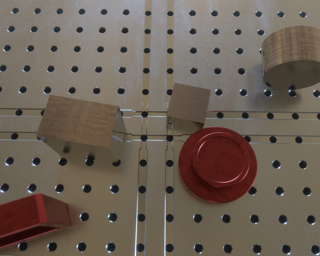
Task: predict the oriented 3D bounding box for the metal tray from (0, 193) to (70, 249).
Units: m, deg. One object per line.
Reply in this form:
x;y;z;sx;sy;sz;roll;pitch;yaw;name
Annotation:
-0.176;0.110;0.335;0.131;0.090;0.030;-17;71;-6;metal tray

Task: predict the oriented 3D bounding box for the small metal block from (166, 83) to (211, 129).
0.039;-0.030;0.423;0.050;0.025;0.050;12;70;4;small metal block

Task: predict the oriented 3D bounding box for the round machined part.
0.073;0.044;0.387;0.099;0.042;0.098;0;70;0;round machined part

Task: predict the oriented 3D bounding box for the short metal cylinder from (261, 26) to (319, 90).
0.180;-0.092;0.417;0.080;0.080;0.050;4;70;1;short metal cylinder

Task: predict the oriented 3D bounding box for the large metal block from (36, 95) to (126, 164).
-0.090;0.005;0.380;0.080;0.080;0.050;9;71;3;large metal block
